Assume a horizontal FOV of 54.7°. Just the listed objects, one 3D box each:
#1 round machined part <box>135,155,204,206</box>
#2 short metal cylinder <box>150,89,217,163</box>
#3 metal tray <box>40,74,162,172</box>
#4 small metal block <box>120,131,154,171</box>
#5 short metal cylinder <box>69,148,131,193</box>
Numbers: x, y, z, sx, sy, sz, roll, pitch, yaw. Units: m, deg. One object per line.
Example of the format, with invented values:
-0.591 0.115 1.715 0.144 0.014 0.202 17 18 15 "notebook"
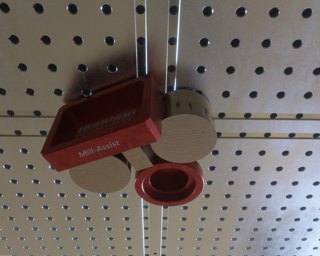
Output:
0.013 0.069 0.454 0.099 0.042 0.097 0 130 0 "round machined part"
0.028 -0.001 0.389 0.081 0.050 0.079 0 130 0 "short metal cylinder"
-0.064 -0.007 0.356 0.130 0.090 0.030 -18 128 15 "metal tray"
-0.030 0.019 0.406 0.025 0.050 0.050 -20 128 16 "small metal block"
-0.079 0.045 0.428 0.081 0.050 0.079 0 130 0 "short metal cylinder"
